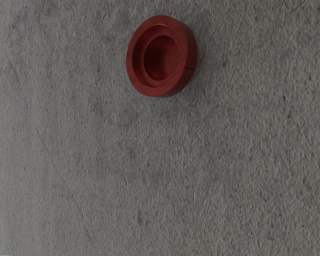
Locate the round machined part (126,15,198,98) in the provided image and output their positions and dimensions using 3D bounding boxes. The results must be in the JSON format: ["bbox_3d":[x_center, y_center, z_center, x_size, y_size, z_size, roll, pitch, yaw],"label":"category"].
[{"bbox_3d":[0.007,-0.086,0.388,0.098,0.042,0.097,0,90,40],"label":"round machined part"}]
